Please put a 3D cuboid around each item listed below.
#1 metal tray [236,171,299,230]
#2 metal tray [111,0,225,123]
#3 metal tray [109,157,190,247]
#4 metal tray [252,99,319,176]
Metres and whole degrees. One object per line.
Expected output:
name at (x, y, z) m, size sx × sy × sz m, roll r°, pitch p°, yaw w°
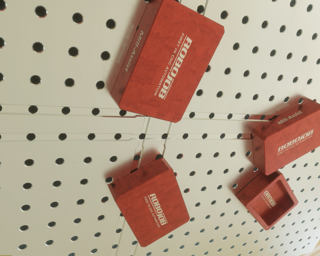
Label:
metal tray at (0.214, 0.140, 0.610) m, size 0.090 × 0.030 × 0.130 m, roll -42°, pitch 129°, yaw 1°
metal tray at (0.008, -0.076, 0.365) m, size 0.091 × 0.030 × 0.129 m, roll 13°, pitch 112°, yaw -34°
metal tray at (-0.012, 0.116, 0.473) m, size 0.090 × 0.030 × 0.130 m, roll -28°, pitch 128°, yaw -11°
metal tray at (0.225, 0.017, 0.540) m, size 0.131 × 0.030 × 0.090 m, roll -26°, pitch 128°, yaw -13°
